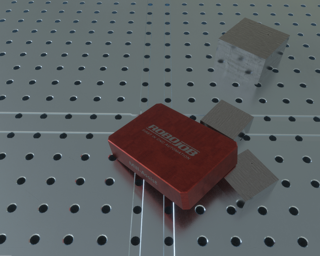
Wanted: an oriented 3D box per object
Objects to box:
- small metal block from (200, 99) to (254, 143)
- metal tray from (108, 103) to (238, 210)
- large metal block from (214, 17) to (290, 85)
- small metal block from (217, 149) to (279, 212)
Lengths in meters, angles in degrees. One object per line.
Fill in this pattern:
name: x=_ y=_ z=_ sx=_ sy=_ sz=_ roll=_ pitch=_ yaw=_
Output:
small metal block: x=0.088 y=-0.004 z=0.413 sx=0.050 sy=0.025 sz=0.050 roll=33 pitch=57 yaw=24
metal tray: x=0.013 y=0.026 z=0.366 sx=0.091 sy=0.030 sz=0.130 roll=-37 pitch=47 yaw=-27
large metal block: x=0.147 y=-0.125 z=0.499 sx=0.080 sy=0.050 sz=0.080 roll=33 pitch=57 yaw=24
small metal block: x=0.098 y=0.059 z=0.359 sx=0.050 sy=0.025 sz=0.050 roll=-26 pitch=55 yaw=-21
